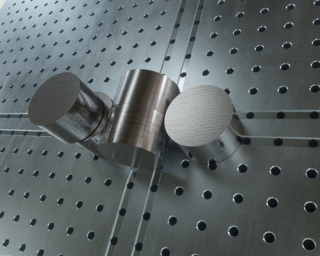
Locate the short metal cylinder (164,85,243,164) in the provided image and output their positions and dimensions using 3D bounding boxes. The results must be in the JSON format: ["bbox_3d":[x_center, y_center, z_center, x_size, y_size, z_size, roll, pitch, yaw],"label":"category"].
[{"bbox_3d":[0.052,-0.004,0.366,0.080,0.050,0.080,-13,56,21],"label":"short metal cylinder"}]

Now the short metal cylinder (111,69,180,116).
[{"bbox_3d":[-0.019,-0.032,0.403,0.080,0.080,0.050,1,63,29],"label":"short metal cylinder"}]

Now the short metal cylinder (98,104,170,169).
[{"bbox_3d":[-0.030,0.013,0.381,0.080,0.080,0.050,-1,62,28],"label":"short metal cylinder"}]

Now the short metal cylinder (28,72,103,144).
[{"bbox_3d":[-0.123,-0.026,0.406,0.080,0.050,0.080,-13,56,21],"label":"short metal cylinder"}]

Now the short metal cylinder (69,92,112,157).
[{"bbox_3d":[-0.089,-0.005,0.442,0.080,0.050,0.080,-13,56,21],"label":"short metal cylinder"}]
